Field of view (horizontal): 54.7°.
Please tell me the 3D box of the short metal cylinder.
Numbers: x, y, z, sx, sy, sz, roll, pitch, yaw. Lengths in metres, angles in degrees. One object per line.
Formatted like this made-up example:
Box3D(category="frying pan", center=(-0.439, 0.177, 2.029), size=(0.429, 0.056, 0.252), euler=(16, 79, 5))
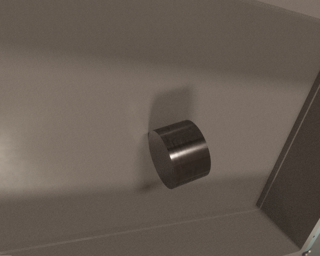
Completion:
Box3D(category="short metal cylinder", center=(0.024, 0.034, 0.409), size=(0.050, 0.080, 0.079), euler=(-18, 126, -19))
